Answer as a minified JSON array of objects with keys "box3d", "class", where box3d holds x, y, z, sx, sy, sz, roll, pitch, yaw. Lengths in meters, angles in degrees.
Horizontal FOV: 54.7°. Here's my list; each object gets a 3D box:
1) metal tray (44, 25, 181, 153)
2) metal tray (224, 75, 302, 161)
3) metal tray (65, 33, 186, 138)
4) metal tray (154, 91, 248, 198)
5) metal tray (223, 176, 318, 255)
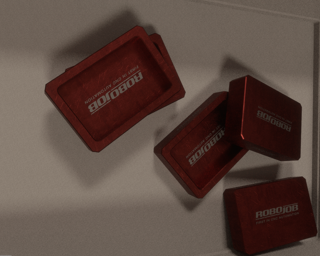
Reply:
[{"box3d":[-0.051,-0.045,0.356,0.131,0.030,0.090,-39,103,-16],"class":"metal tray"},{"box3d":[0.151,-0.010,0.442,0.131,0.030,0.090,19,71,-32],"class":"metal tray"},{"box3d":[-0.043,-0.054,0.392,0.131,0.030,0.090,-28,100,-18],"class":"metal tray"},{"box3d":[0.068,0.022,0.434,0.130,0.030,0.090,-42,104,-15],"class":"metal tray"},{"box3d":[0.166,0.126,0.462,0.131,0.030,0.090,-6,81,-21],"class":"metal tray"}]
